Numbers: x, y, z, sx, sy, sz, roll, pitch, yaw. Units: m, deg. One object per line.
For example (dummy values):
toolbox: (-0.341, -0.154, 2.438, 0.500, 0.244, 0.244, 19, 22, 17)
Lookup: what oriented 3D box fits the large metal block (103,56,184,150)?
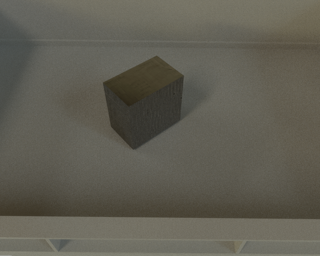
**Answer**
large metal block: (-0.019, -0.032, 0.392, 0.081, 0.080, 0.050, -33, 58, -25)
